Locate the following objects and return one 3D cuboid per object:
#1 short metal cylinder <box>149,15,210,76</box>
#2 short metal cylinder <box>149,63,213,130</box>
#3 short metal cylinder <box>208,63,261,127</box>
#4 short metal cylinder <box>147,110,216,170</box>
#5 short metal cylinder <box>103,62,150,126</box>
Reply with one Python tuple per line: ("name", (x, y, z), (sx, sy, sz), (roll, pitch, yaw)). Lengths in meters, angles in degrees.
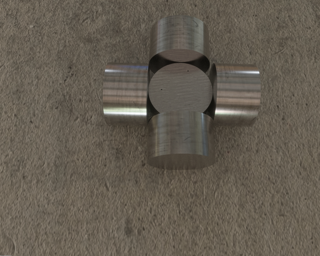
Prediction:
("short metal cylinder", (0.026, -0.106, 0.418), (0.081, 0.080, 0.050), (2, 71, 0))
("short metal cylinder", (0.026, -0.039, 0.411), (0.081, 0.050, 0.080), (0, 70, 0))
("short metal cylinder", (0.091, -0.042, 0.397), (0.050, 0.080, 0.080), (2, 70, 1))
("short metal cylinder", (0.025, 0.018, 0.374), (0.081, 0.080, 0.050), (0, 70, 0))
("short metal cylinder", (-0.040, -0.043, 0.396), (0.050, 0.080, 0.080), (2, 70, 1))
